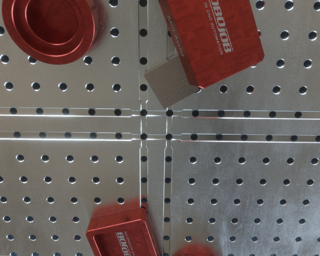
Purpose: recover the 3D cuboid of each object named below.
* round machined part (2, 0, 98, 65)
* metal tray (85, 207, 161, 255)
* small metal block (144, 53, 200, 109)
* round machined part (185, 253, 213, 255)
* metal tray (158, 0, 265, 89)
[{"bbox_3d":[-0.118,-0.125,0.349,0.099,0.042,0.097,1,125,2],"label":"round machined part"},{"bbox_3d":[-0.050,0.193,0.481,0.090,0.030,0.129,-14,110,5],"label":"metal tray"},{"bbox_3d":[0.015,-0.060,0.391,0.050,0.025,0.050,-29,108,10],"label":"small metal block"},{"bbox_3d":[0.063,0.255,0.499,0.099,0.042,0.097,0,110,0],"label":"round machined part"},{"bbox_3d":[0.058,-0.121,0.352,0.090,0.030,0.129,-26,109,-10],"label":"metal tray"}]
